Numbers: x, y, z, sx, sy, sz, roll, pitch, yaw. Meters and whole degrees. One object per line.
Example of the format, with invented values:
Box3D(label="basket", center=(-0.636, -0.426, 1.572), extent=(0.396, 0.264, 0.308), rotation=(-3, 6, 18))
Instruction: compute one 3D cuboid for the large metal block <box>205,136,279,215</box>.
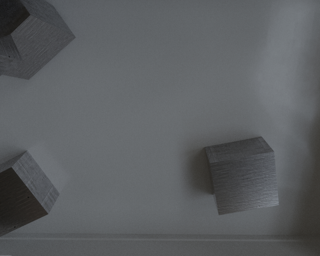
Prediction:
Box3D(label="large metal block", center=(0.110, 0.064, 0.423), extent=(0.080, 0.050, 0.079), rotation=(-11, 110, 4))

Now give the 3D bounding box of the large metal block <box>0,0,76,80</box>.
Box3D(label="large metal block", center=(-0.155, -0.102, 0.336), extent=(0.080, 0.080, 0.050), rotation=(-37, 82, 13))

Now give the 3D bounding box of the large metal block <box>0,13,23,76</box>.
Box3D(label="large metal block", center=(-0.177, -0.086, 0.259), extent=(0.050, 0.080, 0.080), rotation=(-28, 84, 14))

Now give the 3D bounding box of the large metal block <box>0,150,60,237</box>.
Box3D(label="large metal block", center=(-0.203, 0.090, 0.429), extent=(0.080, 0.050, 0.080), rotation=(-26, 108, 9))
